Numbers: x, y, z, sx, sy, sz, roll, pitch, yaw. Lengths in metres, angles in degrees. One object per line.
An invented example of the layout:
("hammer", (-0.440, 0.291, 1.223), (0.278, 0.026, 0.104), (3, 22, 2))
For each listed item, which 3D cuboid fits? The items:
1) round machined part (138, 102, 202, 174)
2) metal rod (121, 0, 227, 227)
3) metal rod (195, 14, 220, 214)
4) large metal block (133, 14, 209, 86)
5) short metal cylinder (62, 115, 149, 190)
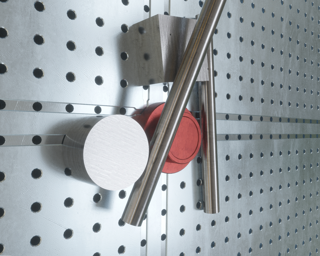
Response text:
("round machined part", (0.018, 0.013, 0.415), (0.099, 0.042, 0.097), (0, 90, -40))
("metal rod", (0.020, -0.031, 0.368), (0.025, 0.025, 0.299), (24, 84, -38))
("metal rod", (0.073, -0.020, 0.472), (0.025, 0.025, 0.298), (-5, 93, -40))
("large metal block", (0.016, -0.099, 0.408), (0.081, 0.050, 0.079), (-9, 96, -40))
("short metal cylinder", (-0.060, 0.025, 0.345), (0.081, 0.050, 0.079), (0, 90, -40))
